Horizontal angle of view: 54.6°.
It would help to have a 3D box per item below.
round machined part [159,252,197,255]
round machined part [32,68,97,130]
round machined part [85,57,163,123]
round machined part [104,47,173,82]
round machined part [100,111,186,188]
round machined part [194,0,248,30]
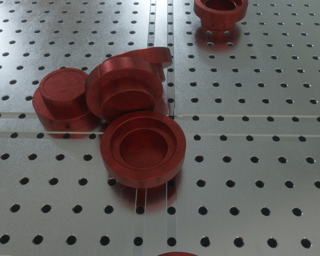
[{"bbox_3d":[0.016,0.161,0.261,0.099,0.042,0.098,0,50,0],"label":"round machined part"},{"bbox_3d":[-0.129,-0.047,0.436,0.099,0.042,0.098,0,50,0],"label":"round machined part"},{"bbox_3d":[-0.043,-0.038,0.393,0.099,0.098,0.042,-10,53,-9],"label":"round machined part"},{"bbox_3d":[-0.029,-0.080,0.442,0.099,0.098,0.042,-13,93,-11],"label":"round machined part"},{"bbox_3d":[-0.019,0.029,0.372,0.099,0.042,0.098,0,51,0],"label":"round machined part"},{"bbox_3d":[0.112,-0.221,0.583,0.099,0.042,0.098,0,50,0],"label":"round machined part"}]
